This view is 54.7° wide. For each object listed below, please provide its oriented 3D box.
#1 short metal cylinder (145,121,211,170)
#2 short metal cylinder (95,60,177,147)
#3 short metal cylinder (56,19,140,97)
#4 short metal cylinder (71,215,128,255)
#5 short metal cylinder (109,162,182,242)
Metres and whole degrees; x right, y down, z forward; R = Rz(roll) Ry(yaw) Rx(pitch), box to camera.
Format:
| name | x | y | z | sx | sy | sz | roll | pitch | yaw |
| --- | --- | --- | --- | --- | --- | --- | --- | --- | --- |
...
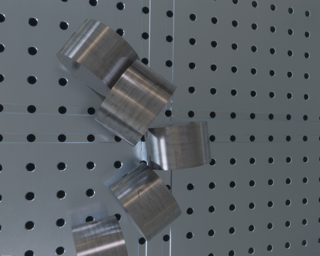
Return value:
| name | x | y | z | sx | sy | sz | roll | pitch | yaw |
| --- | --- | --- | --- | --- | --- | --- | --- | --- | --- |
| short metal cylinder | 0.022 | 0.020 | 0.392 | 0.081 | 0.080 | 0.050 | -7 | 93 | -20 |
| short metal cylinder | -0.025 | -0.026 | 0.334 | 0.050 | 0.080 | 0.080 | 36 | 78 | -3 |
| short metal cylinder | -0.070 | -0.078 | 0.357 | 0.080 | 0.080 | 0.050 | 38 | 78 | -16 |
| short metal cylinder | -0.070 | 0.147 | 0.358 | 0.050 | 0.080 | 0.080 | -10 | 94 | -20 |
| short metal cylinder | -0.019 | 0.089 | 0.376 | 0.050 | 0.080 | 0.080 | -35 | 102 | -17 |
